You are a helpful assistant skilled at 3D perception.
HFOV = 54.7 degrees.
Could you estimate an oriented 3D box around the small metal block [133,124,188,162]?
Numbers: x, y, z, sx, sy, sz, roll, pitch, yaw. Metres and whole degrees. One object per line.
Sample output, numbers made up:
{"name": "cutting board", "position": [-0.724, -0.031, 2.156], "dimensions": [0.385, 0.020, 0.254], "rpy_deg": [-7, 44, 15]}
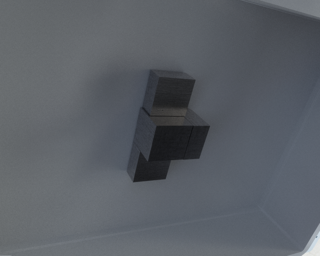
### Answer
{"name": "small metal block", "position": [0.000, 0.018, 0.401], "dimensions": [0.050, 0.050, 0.025], "rpy_deg": [0, 119, -28]}

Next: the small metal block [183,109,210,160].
{"name": "small metal block", "position": [0.036, 0.007, 0.414], "dimensions": [0.025, 0.050, 0.050], "rpy_deg": [0, 119, -28]}

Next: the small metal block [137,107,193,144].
{"name": "small metal block", "position": [0.005, -0.004, 0.390], "dimensions": [0.050, 0.050, 0.025], "rpy_deg": [0, 119, -28]}

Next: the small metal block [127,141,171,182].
{"name": "small metal block", "position": [-0.014, 0.045, 0.426], "dimensions": [0.050, 0.025, 0.050], "rpy_deg": [0, 119, -28]}

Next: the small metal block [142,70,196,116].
{"name": "small metal block", "position": [0.011, -0.043, 0.385], "dimensions": [0.050, 0.025, 0.050], "rpy_deg": [0, 119, -28]}
